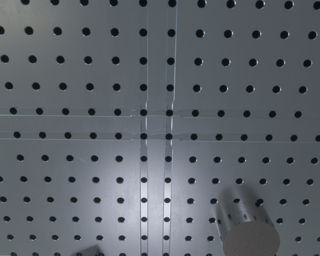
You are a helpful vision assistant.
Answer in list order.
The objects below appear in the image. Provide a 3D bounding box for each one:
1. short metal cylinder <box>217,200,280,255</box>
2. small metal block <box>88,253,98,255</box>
[{"bbox_3d":[0.128,0.155,0.458,0.081,0.050,0.079,0,110,0],"label":"short metal cylinder"},{"bbox_3d":[-0.116,0.237,0.500,0.050,0.025,0.050,-23,109,8],"label":"small metal block"}]
